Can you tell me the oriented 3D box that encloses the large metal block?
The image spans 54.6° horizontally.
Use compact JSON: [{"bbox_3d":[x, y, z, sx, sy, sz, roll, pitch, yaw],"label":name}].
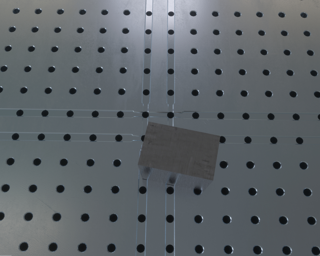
[{"bbox_3d":[0.021,0.037,0.369,0.080,0.080,0.050,11,71,4],"label":"large metal block"}]
